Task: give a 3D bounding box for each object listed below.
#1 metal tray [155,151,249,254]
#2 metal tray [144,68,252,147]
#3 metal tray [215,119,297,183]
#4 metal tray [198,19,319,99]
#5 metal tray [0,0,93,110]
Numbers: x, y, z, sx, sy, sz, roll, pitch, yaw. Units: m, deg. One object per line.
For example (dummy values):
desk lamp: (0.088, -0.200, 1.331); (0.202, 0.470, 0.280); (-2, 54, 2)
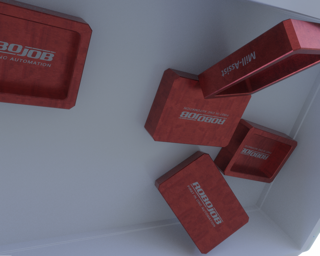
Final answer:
metal tray: (0.064, 0.112, 0.471); (0.090, 0.030, 0.130); (-34, 99, -8)
metal tray: (0.053, -0.023, 0.422); (0.131, 0.030, 0.089); (7, 115, -32)
metal tray: (0.164, 0.043, 0.523); (0.131, 0.030, 0.089); (15, 111, -35)
metal tray: (0.117, -0.071, 0.348); (0.091, 0.130, 0.030); (-8, 79, -35)
metal tray: (-0.138, -0.070, 0.286); (0.131, 0.030, 0.089); (5, 116, -31)
